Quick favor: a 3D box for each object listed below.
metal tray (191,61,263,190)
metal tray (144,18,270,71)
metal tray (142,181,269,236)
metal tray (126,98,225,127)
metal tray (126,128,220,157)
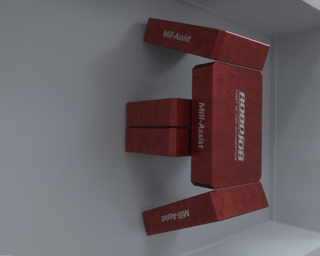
[{"bbox_3d":[0.077,-0.002,0.348,0.091,0.030,0.129,1,89,-41],"label":"metal tray"},{"bbox_3d":[0.053,-0.104,0.379,0.091,0.130,0.030,1,110,-40],"label":"metal tray"},{"bbox_3d":[0.051,0.099,0.378,0.091,0.130,0.030,1,68,-41],"label":"metal tray"},{"bbox_3d":[0.035,-0.016,0.392,0.131,0.090,0.030,1,90,-40],"label":"metal tray"},{"bbox_3d":[0.034,0.016,0.392,0.131,0.090,0.030,1,90,-40],"label":"metal tray"}]
